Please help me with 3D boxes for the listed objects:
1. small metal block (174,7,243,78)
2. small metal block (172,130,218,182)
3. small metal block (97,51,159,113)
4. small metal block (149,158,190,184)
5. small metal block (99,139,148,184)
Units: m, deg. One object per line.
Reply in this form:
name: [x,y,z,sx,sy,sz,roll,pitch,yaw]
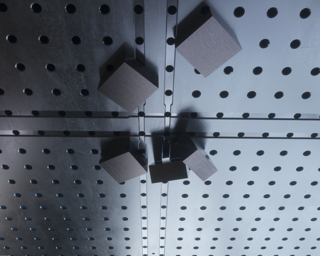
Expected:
small metal block: [0.051,-0.091,0.335,0.050,0.025,0.050,-37,122,27]
small metal block: [0.047,0.038,0.425,0.025,0.050,0.050,-40,122,8]
small metal block: [-0.037,-0.053,0.366,0.050,0.025,0.050,35,122,-27]
small metal block: [0.015,0.059,0.444,0.050,0.050,0.025,-10,88,8]
small metal block: [-0.052,0.050,0.454,0.050,0.025,0.050,-23,127,18]
